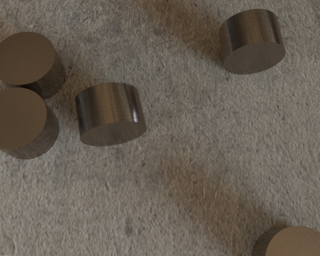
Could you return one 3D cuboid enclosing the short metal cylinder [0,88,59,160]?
[{"bbox_3d":[-0.176,-0.004,0.394,0.081,0.050,0.080,0,70,0],"label":"short metal cylinder"}]

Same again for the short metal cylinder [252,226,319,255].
[{"bbox_3d":[0.148,0.151,0.342,0.081,0.050,0.080,0,70,0],"label":"short metal cylinder"}]

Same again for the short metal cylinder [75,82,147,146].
[{"bbox_3d":[-0.061,-0.015,0.384,0.081,0.080,0.050,-12,71,-5],"label":"short metal cylinder"}]

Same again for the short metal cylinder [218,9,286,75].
[{"bbox_3d":[0.124,-0.115,0.422,0.081,0.080,0.050,-4,70,-2],"label":"short metal cylinder"}]

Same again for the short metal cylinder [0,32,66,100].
[{"bbox_3d":[-0.176,-0.083,0.423,0.081,0.050,0.080,0,70,0],"label":"short metal cylinder"}]
